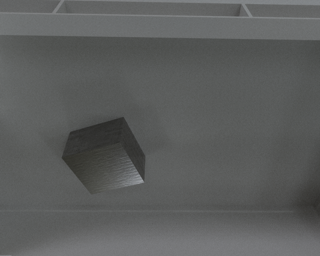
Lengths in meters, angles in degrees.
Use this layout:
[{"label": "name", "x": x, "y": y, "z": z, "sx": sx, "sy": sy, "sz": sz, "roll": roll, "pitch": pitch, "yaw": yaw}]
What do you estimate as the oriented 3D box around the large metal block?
[{"label": "large metal block", "x": -0.073, "y": 0.040, "z": 0.426, "sx": 0.080, "sy": 0.050, "sz": 0.080, "roll": -15, "pitch": 129, "yaw": 12}]
